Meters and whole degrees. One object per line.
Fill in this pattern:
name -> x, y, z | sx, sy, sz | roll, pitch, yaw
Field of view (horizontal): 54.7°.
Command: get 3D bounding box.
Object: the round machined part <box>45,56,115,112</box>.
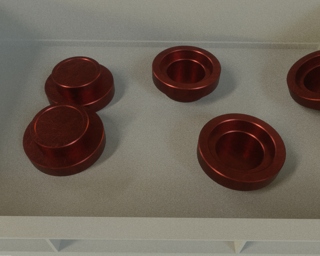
round machined part -> -0.117, -0.067, 0.449 | 0.099, 0.042, 0.098 | 0, 50, 0

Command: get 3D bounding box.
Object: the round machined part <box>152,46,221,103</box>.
round machined part -> 0.038, -0.076, 0.458 | 0.099, 0.042, 0.098 | 0, 50, 0

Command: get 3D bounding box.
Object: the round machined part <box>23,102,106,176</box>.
round machined part -> -0.119, 0.007, 0.383 | 0.099, 0.042, 0.098 | 1, 54, 0

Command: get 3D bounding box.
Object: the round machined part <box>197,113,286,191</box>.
round machined part -> 0.093, 0.032, 0.368 | 0.099, 0.042, 0.098 | 0, 50, 0

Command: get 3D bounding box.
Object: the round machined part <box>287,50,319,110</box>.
round machined part -> 0.233, -0.062, 0.433 | 0.098, 0.042, 0.098 | -18, 45, 20
